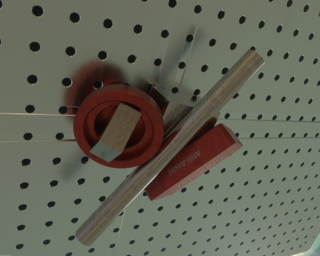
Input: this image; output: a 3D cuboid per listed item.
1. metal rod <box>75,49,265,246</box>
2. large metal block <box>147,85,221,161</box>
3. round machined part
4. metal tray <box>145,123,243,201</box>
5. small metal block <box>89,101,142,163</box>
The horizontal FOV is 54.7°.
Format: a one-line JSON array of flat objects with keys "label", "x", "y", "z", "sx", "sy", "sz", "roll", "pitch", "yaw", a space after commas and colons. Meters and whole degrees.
[{"label": "metal rod", "x": 0.009, "y": 0.026, "z": 0.369, "sx": 0.300, "sy": 0.025, "sz": 0.025, "roll": -47, "pitch": 130, "yaw": 4}, {"label": "large metal block", "x": 0.019, "y": -0.002, "z": 0.405, "sx": 0.081, "sy": 0.050, "sz": 0.079, "roll": 9, "pitch": 114, "yaw": -33}, {"label": "round machined part", "x": -0.045, "y": -0.005, "z": 0.357, "sx": 0.099, "sy": 0.042, "sz": 0.097, "roll": 0, "pitch": 118, "yaw": 0}, {"label": "metal tray", "x": 0.046, "y": 0.047, "z": 0.421, "sx": 0.130, "sy": 0.030, "sz": 0.090, "roll": -37, "pitch": 163, "yaw": 13}, {"label": "small metal block", "x": -0.049, "y": 0.006, "z": 0.337, "sx": 0.025, "sy": 0.050, "sz": 0.050, "roll": 31, "pitch": 63, "yaw": -13}]
